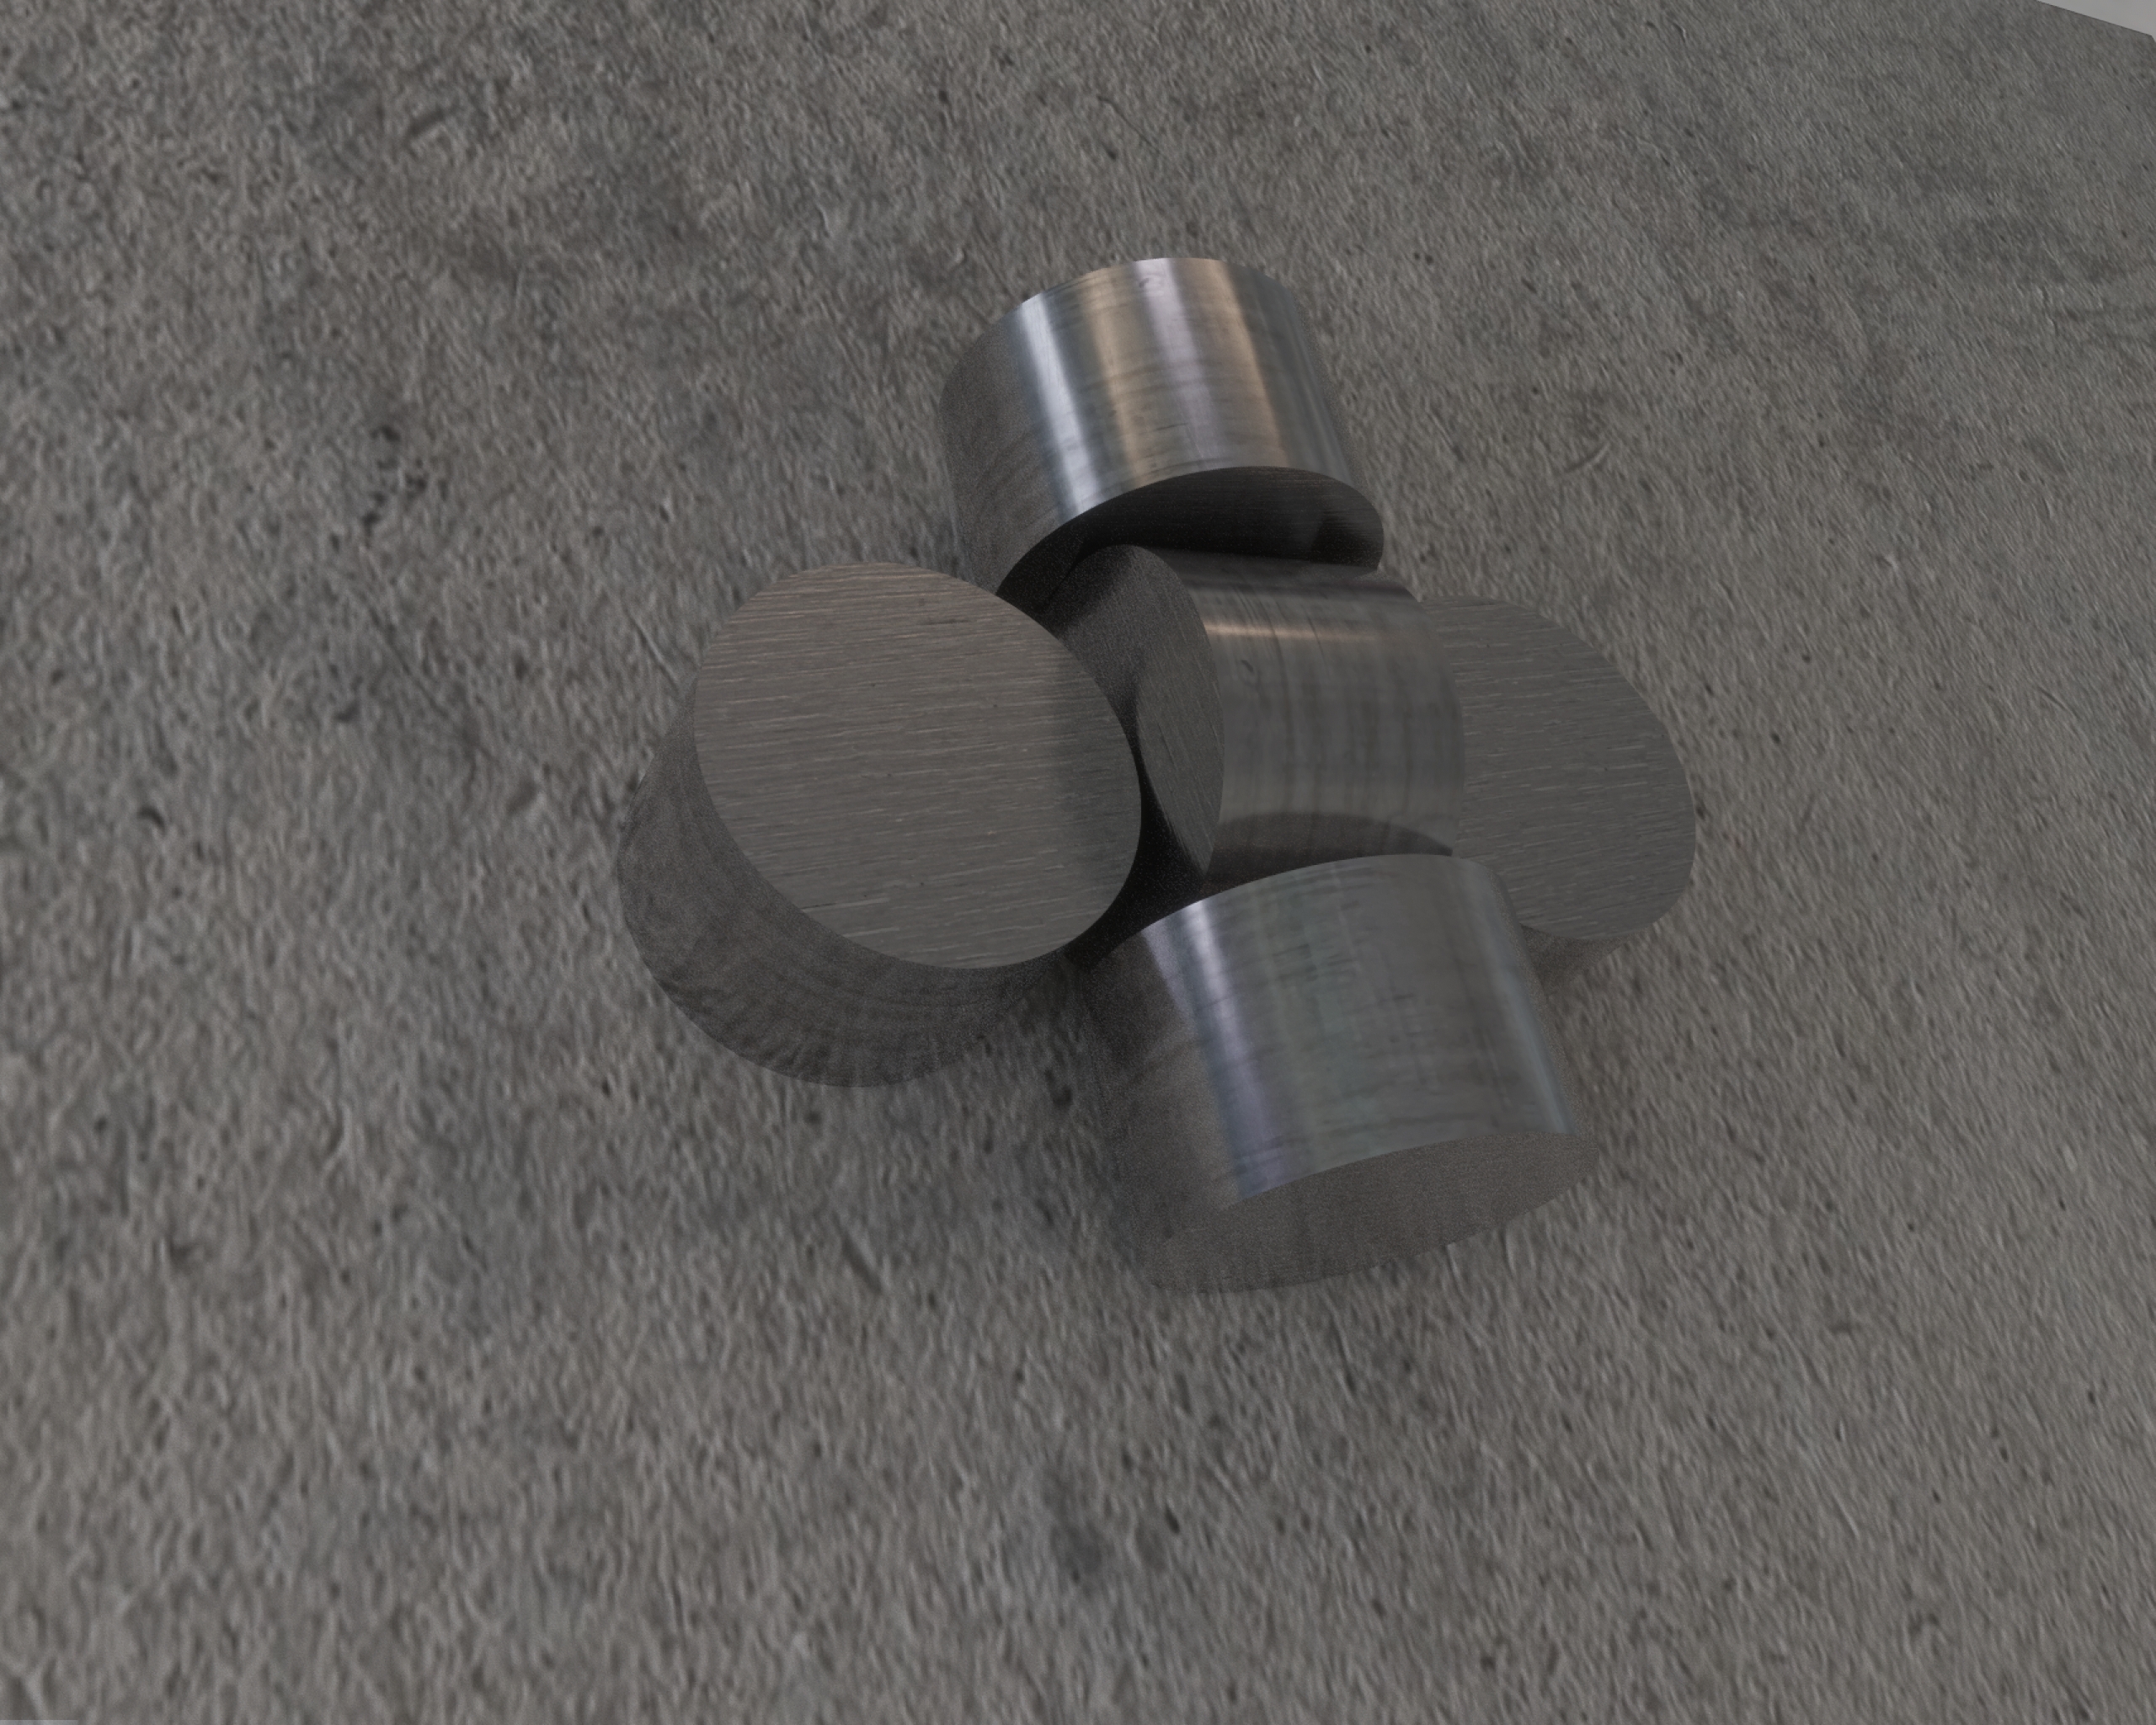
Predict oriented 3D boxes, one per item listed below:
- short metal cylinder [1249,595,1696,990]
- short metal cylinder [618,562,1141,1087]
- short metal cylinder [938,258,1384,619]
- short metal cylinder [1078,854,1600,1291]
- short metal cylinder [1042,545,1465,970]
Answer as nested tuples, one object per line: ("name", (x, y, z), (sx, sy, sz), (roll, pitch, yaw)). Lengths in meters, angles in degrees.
("short metal cylinder", (0.080, -0.009, 0.436), (0.081, 0.050, 0.080), (14, 56, -21))
("short metal cylinder", (-0.036, -0.006, 0.372), (0.081, 0.050, 0.080), (14, 56, -21))
("short metal cylinder", (0.016, -0.076, 0.423), (0.081, 0.080, 0.050), (0, 62, -28))
("short metal cylinder", (0.045, 0.039, 0.369), (0.081, 0.080, 0.050), (0, 62, -28))
("short metal cylinder", (0.028, -0.018, 0.394), (0.050, 0.080, 0.080), (0, 62, -28))
